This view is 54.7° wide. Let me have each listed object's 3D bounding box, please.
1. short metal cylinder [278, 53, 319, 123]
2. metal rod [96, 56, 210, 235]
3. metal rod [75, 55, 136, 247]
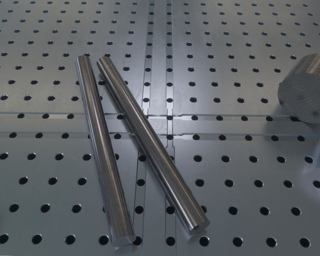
[{"bbox_3d":[0.209,-0.053,0.418,0.080,0.080,0.050,29,56,22],"label":"short metal cylinder"},{"bbox_3d":[-0.024,0.000,0.407,0.025,0.025,0.300,-20,53,-16],"label":"metal rod"},{"bbox_3d":[-0.080,0.004,0.403,0.025,0.025,0.300,-13,51,-11],"label":"metal rod"}]
